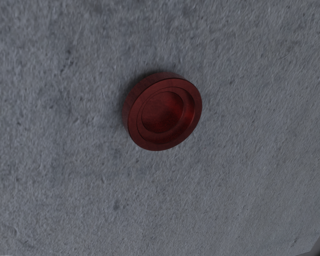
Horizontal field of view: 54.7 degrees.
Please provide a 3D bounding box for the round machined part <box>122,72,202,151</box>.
[{"bbox_3d":[-0.001,-0.023,0.383,0.099,0.042,0.097,-14,125,-21],"label":"round machined part"}]
